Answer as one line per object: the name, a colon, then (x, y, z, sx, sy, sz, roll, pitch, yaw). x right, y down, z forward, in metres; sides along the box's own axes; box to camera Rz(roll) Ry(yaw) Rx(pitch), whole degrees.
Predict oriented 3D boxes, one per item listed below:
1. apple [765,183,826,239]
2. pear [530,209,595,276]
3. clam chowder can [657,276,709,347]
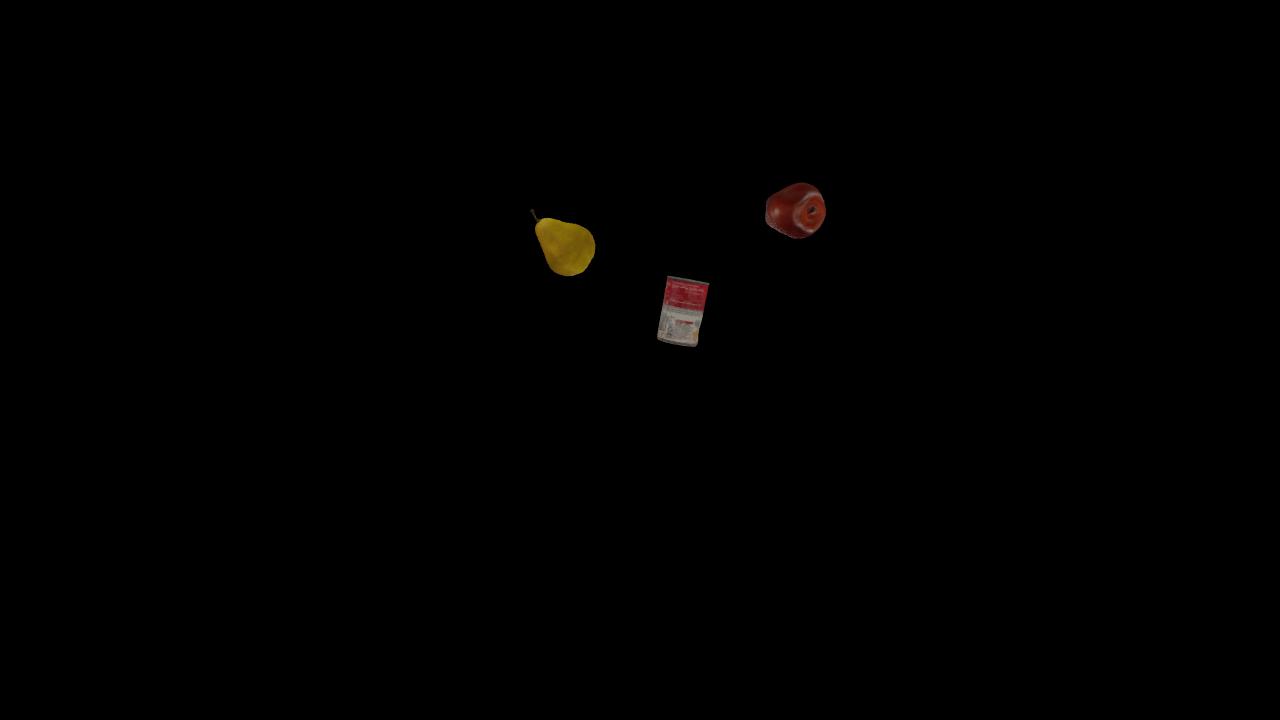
apple: (0.225, -0.218, 0.895, 0.079, 0.079, 0.093, 0, 13, -25)
pear: (-0.122, -0.174, 0.906, 0.111, 0.080, 0.080, 29, -15, -29)
clam chowder can: (0.067, -0.077, 0.974, 0.068, 0.102, 0.068, 10, 9, -2)
